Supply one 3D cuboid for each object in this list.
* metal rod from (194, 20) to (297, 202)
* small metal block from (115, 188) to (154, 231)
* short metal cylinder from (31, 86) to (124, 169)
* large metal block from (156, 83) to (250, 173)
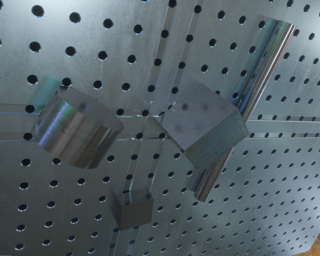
[{"bbox_3d":[0.121,-0.012,0.472,0.025,0.025,0.298,8,114,-33],"label":"metal rod"},{"bbox_3d":[-0.039,0.122,0.467,0.050,0.025,0.050,-8,122,-25],"label":"small metal block"},{"bbox_3d":[-0.086,-0.001,0.329,0.080,0.080,0.050,27,103,-38],"label":"short metal cylinder"},{"bbox_3d":[0.054,-0.002,0.406,0.080,0.080,0.050,-38,130,-3],"label":"large metal block"}]
